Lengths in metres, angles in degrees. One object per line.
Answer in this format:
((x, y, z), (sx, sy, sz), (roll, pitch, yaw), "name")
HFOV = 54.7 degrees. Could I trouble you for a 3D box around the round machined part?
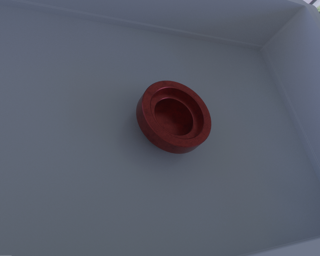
((0.014, -0.010, 0.406), (0.099, 0.042, 0.098), (14, 56, -21), "round machined part")
